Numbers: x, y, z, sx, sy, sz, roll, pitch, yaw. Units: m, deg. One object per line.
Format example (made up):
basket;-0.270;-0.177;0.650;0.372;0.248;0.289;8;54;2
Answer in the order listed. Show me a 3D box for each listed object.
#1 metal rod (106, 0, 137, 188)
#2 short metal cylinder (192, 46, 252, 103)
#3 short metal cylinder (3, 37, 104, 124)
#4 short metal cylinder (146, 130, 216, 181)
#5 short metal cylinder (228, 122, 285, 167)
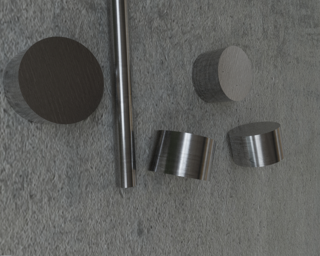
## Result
metal rod;-0.047;-0.080;0.364;0.025;0.025;0.298;-5;93;-40
short metal cylinder;0.094;-0.079;0.467;0.081;0.050;0.080;0;90;-40
short metal cylinder;-0.103;-0.043;0.302;0.081;0.050;0.080;0;90;-40
short metal cylinder;0.027;0.036;0.392;0.081;0.080;0.050;17;80;-39
short metal cylinder;0.155;0.025;0.499;0.081;0.080;0.050;-22;104;-38
